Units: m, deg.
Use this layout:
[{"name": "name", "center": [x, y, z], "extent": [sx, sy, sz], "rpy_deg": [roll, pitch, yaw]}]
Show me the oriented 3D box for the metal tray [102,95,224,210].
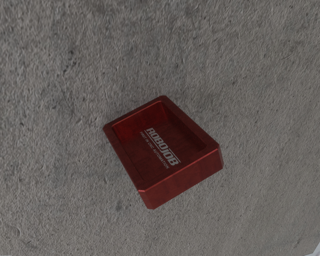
[{"name": "metal tray", "center": [-0.002, 0.019, 0.349], "extent": [0.090, 0.130, 0.030], "rpy_deg": [-29, 128, -10]}]
